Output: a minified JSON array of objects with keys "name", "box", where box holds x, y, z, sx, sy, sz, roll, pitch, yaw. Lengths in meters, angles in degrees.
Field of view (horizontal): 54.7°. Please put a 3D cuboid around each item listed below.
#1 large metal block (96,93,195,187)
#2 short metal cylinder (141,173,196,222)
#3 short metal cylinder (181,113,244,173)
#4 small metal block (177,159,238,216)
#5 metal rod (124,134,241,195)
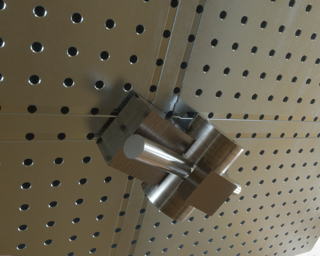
[{"name":"large metal block","box":[-0.018,0.017,0.388,0.080,0.050,0.080,33,100,-39]},{"name":"short metal cylinder","box":[0.021,0.084,0.434,0.080,0.080,0.050,34,99,-39]},{"name":"short metal cylinder","box":[0.067,0.023,0.423,0.080,0.080,0.050,31,101,-38]},{"name":"small metal block","box":[0.058,0.075,0.383,0.050,0.025,0.050,35,99,-30]},{"name":"metal rod","box":[0.052,0.062,0.423,0.025,0.025,0.301,-50,144,7]}]
